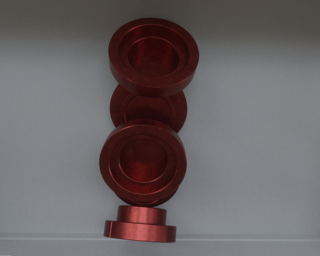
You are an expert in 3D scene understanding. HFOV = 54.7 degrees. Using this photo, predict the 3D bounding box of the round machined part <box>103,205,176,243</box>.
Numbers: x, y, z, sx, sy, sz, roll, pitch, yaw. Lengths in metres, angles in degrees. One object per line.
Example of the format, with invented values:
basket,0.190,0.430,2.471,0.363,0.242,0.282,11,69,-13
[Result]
round machined part,-0.026,0.132,0.430,0.099,0.098,0.042,6,73,-3

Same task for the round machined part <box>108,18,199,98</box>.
round machined part,-0.008,-0.075,0.353,0.099,0.098,0.042,7,152,-3

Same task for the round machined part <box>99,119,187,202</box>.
round machined part,-0.019,0.035,0.367,0.099,0.042,0.097,0,110,-1

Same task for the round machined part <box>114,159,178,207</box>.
round machined part,-0.021,0.069,0.425,0.099,0.042,0.097,0,110,-1

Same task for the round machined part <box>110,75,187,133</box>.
round machined part,-0.014,-0.022,0.392,0.099,0.042,0.097,0,110,-1
